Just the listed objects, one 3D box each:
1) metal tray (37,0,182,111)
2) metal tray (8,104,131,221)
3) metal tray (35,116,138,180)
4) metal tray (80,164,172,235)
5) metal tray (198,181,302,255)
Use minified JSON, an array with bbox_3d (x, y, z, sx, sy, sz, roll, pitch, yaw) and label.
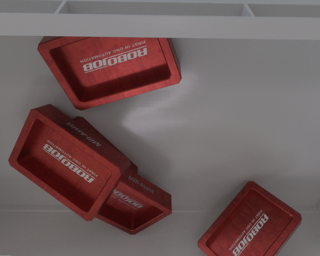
[{"bbox_3d":[-0.051,-0.076,0.339,0.130,0.030,0.090,-14,129,11],"label":"metal tray"},{"bbox_3d":[-0.113,0.042,0.382,0.130,0.030,0.090,35,112,4],"label":"metal tray"},{"bbox_3d":[-0.105,0.051,0.447,0.090,0.030,0.130,-28,125,21],"label":"metal tray"},{"bbox_3d":[-0.058,0.103,0.452,0.130,0.030,0.090,37,121,-27],"label":"metal tray"},{"bbox_3d":[0.131,0.155,0.457,0.130,0.090,0.030,-46,146,-11],"label":"metal tray"}]
